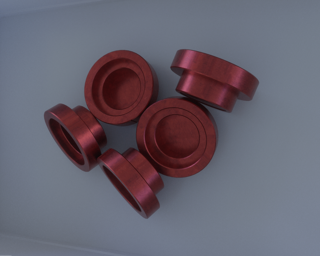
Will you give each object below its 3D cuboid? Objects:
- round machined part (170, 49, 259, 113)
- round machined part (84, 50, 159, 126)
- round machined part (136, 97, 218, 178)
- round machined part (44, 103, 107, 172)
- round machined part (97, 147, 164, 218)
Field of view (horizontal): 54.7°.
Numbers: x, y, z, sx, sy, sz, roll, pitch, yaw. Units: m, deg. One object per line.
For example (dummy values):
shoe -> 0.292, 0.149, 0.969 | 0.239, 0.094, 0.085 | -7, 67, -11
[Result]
round machined part -> 0.057, -0.049, 0.350 | 0.098, 0.098, 0.042 | 23, 93, 18
round machined part -> -0.047, -0.050, 0.414 | 0.098, 0.042, 0.097 | -2, 82, 19
round machined part -> 0.023, 0.009, 0.386 | 0.098, 0.042, 0.097 | 4, 103, 17
round machined part -> -0.110, 0.008, 0.422 | 0.098, 0.097, 0.042 | 44, 60, 14
round machined part -> -0.033, 0.063, 0.393 | 0.042, 0.098, 0.098 | -39, 75, -19
